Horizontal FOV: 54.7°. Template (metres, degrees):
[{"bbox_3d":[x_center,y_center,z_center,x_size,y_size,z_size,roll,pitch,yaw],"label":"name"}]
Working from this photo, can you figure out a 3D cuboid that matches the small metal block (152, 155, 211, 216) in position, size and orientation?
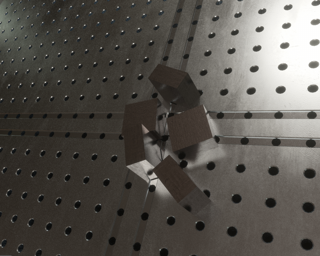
[{"bbox_3d":[0.024,0.063,0.340,0.025,0.050,0.050,-42,51,-1],"label":"small metal block"}]

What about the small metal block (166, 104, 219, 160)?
[{"bbox_3d":[0.039,0.005,0.383,0.050,0.025,0.050,-21,54,15],"label":"small metal block"}]

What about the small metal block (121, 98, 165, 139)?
[{"bbox_3d":[-0.022,-0.009,0.424,0.050,0.025,0.050,-10,57,22],"label":"small metal block"}]

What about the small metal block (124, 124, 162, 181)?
[{"bbox_3d":[-0.020,0.031,0.383,0.025,0.050,0.050,-20,54,16],"label":"small metal block"}]

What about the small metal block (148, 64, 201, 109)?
[{"bbox_3d":[0.020,-0.055,0.415,0.050,0.050,0.025,25,76,36],"label":"small metal block"}]
